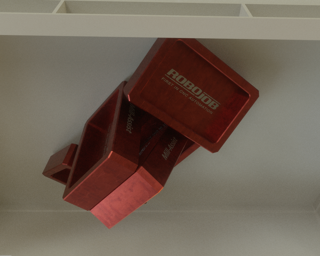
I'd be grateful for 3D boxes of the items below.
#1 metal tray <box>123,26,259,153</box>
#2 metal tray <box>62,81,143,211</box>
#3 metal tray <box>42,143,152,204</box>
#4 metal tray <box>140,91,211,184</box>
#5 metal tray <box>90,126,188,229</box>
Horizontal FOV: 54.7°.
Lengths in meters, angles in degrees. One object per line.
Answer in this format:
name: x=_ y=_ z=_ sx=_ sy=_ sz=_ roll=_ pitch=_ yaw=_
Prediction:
metal tray: x=0.037 y=-0.040 z=0.348 sx=0.131 sy=0.030 sz=0.090 roll=32 pitch=98 yaw=-24
metal tray: x=-0.060 y=0.015 z=0.349 sx=0.030 sy=0.130 sz=0.090 roll=33 pitch=123 yaw=-24
metal tray: x=-0.089 y=0.073 z=0.442 sx=0.130 sy=0.030 sz=0.090 roll=32 pitch=147 yaw=-25
metal tray: x=-0.006 y=0.016 z=0.417 sx=0.090 sy=0.030 sz=0.129 roll=32 pitch=123 yaw=-25
metal tray: x=-0.018 y=0.048 z=0.363 sx=0.030 sy=0.131 sz=0.090 roll=45 pitch=119 yaw=-5
